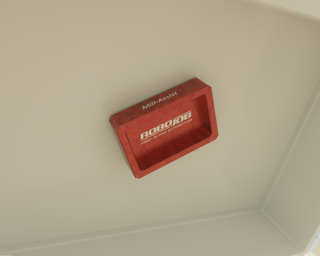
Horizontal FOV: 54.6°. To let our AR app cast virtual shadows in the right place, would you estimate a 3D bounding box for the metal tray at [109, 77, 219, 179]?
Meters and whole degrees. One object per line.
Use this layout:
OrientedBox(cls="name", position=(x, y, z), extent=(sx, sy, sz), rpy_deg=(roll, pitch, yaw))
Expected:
OrientedBox(cls="metal tray", position=(0.010, 0.000, 0.406), extent=(0.131, 0.030, 0.090), rpy_deg=(-26, 128, -13))
